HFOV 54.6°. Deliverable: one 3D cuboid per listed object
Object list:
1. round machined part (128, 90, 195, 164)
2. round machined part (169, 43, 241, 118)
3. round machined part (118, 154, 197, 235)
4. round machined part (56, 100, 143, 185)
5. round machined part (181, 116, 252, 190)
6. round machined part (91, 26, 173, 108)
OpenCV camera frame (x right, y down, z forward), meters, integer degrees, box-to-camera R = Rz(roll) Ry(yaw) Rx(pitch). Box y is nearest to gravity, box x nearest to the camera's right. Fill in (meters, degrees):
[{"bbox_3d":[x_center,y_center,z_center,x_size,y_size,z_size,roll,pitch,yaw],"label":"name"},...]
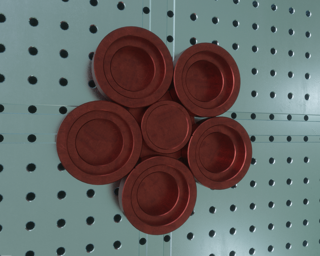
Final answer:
[{"bbox_3d":[0.003,-0.001,0.404,0.099,0.042,0.097,0,90,-20],"label":"round machined part"},{"bbox_3d":[0.056,-0.063,0.424,0.099,0.042,0.097,0,90,-20],"label":"round machined part"},{"bbox_3d":[-0.006,0.083,0.401,0.099,0.042,0.097,0,90,-20],"label":"round machined part"},{"bbox_3d":[-0.074,0.017,0.376,0.099,0.042,0.097,0,90,-20],"label":"round machined part"},{"bbox_3d":[0.074,0.033,0.430,0.099,0.042,0.097,0,90,-20],"label":"round machined part"},{"bbox_3d":[-0.036,-0.073,0.390,0.099,0.042,0.097,0,90,-20],"label":"round machined part"}]
